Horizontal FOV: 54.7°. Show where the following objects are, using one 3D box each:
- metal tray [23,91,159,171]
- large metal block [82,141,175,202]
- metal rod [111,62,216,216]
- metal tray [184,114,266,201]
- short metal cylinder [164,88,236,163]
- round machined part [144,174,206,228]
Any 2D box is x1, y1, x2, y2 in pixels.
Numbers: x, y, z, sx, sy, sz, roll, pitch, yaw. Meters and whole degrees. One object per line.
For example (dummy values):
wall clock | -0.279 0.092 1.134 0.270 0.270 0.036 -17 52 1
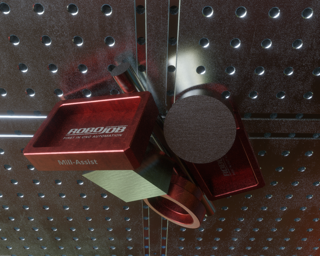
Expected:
metal tray | -0.075 0.003 0.348 0.130 0.090 0.030 -3 133 22
large metal block | -0.041 0.053 0.411 0.080 0.050 0.080 -22 130 40
metal rod | 0.019 0.036 0.437 0.025 0.025 0.299 -20 128 16
metal tray | 0.090 0.048 0.445 0.090 0.030 0.130 -20 128 16
short metal cylinder | 0.048 -0.004 0.368 0.080 0.050 0.079 3 107 10
round machined part | 0.025 0.106 0.467 0.098 0.042 0.098 24 149 16
